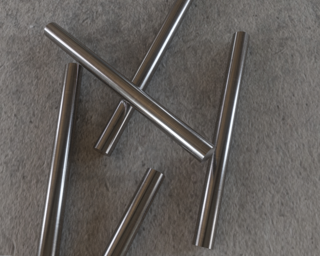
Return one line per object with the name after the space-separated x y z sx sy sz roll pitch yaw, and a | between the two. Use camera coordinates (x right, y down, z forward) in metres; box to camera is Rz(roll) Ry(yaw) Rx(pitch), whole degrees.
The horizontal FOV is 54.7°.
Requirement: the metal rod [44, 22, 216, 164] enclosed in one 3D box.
-0.053 -0.057 0.403 0.300 0.025 0.025 39 74 22 | metal rod

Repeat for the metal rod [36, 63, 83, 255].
-0.125 0.055 0.386 0.025 0.025 0.299 2 70 0 | metal rod

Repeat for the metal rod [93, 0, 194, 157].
-0.012 -0.097 0.443 0.025 0.025 0.300 24 71 8 | metal rod

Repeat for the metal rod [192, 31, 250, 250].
0.085 0.001 0.408 0.025 0.025 0.299 13 70 4 | metal rod

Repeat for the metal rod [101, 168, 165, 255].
-0.072 0.181 0.340 0.025 0.025 0.300 25 72 8 | metal rod
